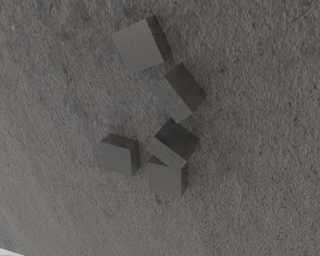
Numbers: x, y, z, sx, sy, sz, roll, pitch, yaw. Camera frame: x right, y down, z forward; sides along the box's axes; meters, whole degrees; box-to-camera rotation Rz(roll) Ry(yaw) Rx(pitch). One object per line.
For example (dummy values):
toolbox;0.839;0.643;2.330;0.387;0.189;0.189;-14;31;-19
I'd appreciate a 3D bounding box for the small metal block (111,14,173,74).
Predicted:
small metal block;-0.021;-0.096;0.358;0.050;0.025;0.050;-12;112;33

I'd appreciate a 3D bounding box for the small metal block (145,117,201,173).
small metal block;0.018;0.021;0.394;0.050;0.050;0.025;37;129;3

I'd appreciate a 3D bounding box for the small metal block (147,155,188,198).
small metal block;0.011;0.067;0.442;0.050;0.025;0.050;11;123;22

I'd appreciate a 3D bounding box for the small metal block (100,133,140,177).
small metal block;-0.059;0.040;0.463;0.050;0.025;0.050;12;124;21

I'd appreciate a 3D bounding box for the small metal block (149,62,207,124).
small metal block;0.022;-0.041;0.354;0.025;0.050;0.050;-32;100;38
